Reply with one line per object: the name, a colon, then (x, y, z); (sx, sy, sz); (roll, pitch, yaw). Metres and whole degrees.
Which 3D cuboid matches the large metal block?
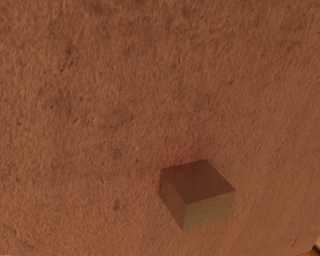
large metal block: (0.052, 0.096, 0.461); (0.081, 0.080, 0.050); (-10, 123, -24)
